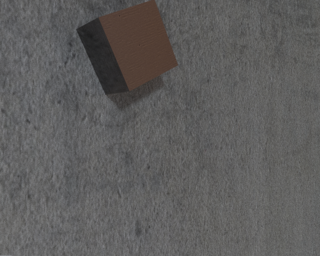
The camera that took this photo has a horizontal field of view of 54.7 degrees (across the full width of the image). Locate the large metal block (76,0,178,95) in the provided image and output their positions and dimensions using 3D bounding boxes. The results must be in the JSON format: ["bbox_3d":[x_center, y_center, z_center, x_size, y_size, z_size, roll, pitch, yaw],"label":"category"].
[{"bbox_3d":[-0.036,-0.093,0.360,0.081,0.050,0.080,-35,112,-35],"label":"large metal block"}]
